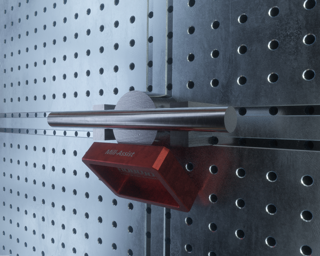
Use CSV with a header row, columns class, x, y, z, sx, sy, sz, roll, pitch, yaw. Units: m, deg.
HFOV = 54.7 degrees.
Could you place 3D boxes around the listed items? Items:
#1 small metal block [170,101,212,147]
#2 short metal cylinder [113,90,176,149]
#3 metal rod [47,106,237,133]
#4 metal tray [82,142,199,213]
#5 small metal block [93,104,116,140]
class,x,y,z,sx,sy,sz,roll,pitch,yaw
small metal block,0.037,-0.004,0.363,0.025,0.050,0.050,-1,90,40
short metal cylinder,-0.017,-0.007,0.407,0.080,0.050,0.080,0,90,40
metal rod,-0.049,-0.011,0.384,0.300,0.025,0.025,1,91,40
metal tray,-0.027,0.060,0.392,0.130,0.090,0.030,1,48,40
small metal block,-0.070,-0.008,0.451,0.025,0.050,0.050,-1,90,40
